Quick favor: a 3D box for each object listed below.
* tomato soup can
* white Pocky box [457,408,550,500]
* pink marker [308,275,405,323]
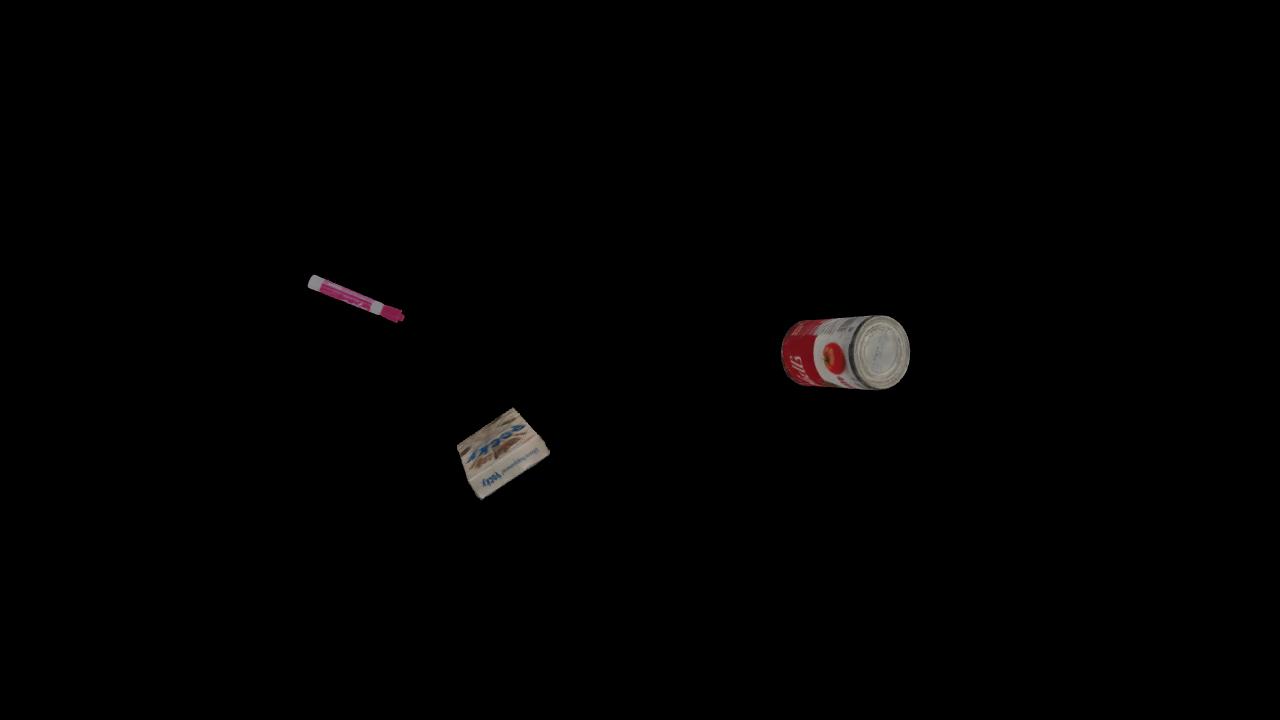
[{"bbox_3d":[0.190,-0.007,0.574,0.068,0.068,0.101,0,0,-24],"label":"tomato soup can"},{"bbox_3d":[-0.155,0.098,0.676,0.084,0.028,0.154,-34,17,-14],"label":"white Pocky box"},{"bbox_3d":[-0.370,-0.078,0.806,0.121,0.020,0.020,23,-7,-16],"label":"pink marker"}]
